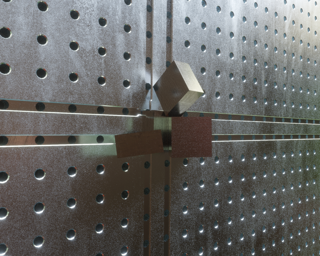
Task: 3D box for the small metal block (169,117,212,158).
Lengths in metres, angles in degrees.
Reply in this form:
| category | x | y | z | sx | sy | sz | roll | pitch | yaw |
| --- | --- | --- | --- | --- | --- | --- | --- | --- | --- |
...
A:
| category | x | y | z | sx | sy | sz | roll | pitch | yaw |
| --- | --- | --- | --- | --- | --- | --- | --- | --- | --- |
| small metal block | 0.038 | 0.011 | 0.392 | 0.050 | 0.025 | 0.050 | 0 | 90 | -7 |

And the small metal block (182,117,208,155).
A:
| category | x | y | z | sx | sy | sz | roll | pitch | yaw |
| --- | --- | --- | --- | --- | --- | --- | --- | --- | --- |
| small metal block | 0.050 | 0.012 | 0.436 | 0.050 | 0.025 | 0.050 | 7 | 85 | -71 |

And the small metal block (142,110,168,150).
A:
| category | x | y | z | sx | sy | sz | roll | pitch | yaw |
| --- | --- | --- | --- | --- | --- | --- | --- | --- | --- |
| small metal block | 0.004 | 0.003 | 0.411 | 0.050 | 0.025 | 0.050 | 3 | 88 | -40 |

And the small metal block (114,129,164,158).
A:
| category | x | y | z | sx | sy | sz | roll | pitch | yaw |
| --- | --- | --- | --- | --- | --- | --- | --- | --- | --- |
| small metal block | -0.024 | 0.017 | 0.358 | 0.050 | 0.050 | 0.025 | -7 | 89 | -5 |

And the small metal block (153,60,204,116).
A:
| category | x | y | z | sx | sy | sz | roll | pitch | yaw |
| --- | --- | --- | --- | --- | --- | --- | --- | --- | --- |
| small metal block | 0.022 | -0.049 | 0.397 | 0.025 | 0.050 | 0.050 | 4 | 52 | -39 |
